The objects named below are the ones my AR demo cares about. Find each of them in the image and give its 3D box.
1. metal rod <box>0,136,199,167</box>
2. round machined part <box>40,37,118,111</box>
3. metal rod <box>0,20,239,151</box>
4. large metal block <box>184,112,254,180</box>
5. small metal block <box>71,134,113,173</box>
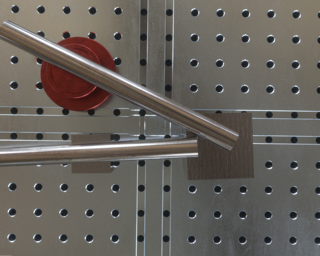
[{"bbox_3d":[-0.104,0.032,0.385,0.301,0.025,0.025,-4,90,10],"label":"metal rod"},{"bbox_3d":[-0.107,-0.071,0.403,0.099,0.042,0.097,0,90,-1],"label":"round machined part"},{"bbox_3d":[-0.049,-0.050,0.364,0.301,0.025,0.025,26,90,2],"label":"metal rod"},{"bbox_3d":[0.072,0.022,0.399,0.081,0.050,0.079,-2,90,-1],"label":"large metal block"},{"bbox_3d":[-0.089,0.034,0.413,0.050,0.025,0.050,0,90,-1],"label":"small metal block"}]
